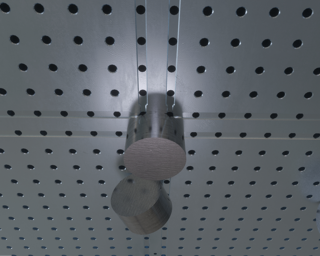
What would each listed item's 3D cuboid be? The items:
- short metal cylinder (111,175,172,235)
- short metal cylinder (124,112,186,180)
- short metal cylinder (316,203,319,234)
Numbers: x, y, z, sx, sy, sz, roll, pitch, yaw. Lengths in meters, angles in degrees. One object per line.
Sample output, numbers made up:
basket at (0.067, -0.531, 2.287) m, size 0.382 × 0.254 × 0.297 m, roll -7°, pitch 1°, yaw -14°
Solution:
short metal cylinder at (-0.027, 0.113, 0.472) m, size 0.080 × 0.080 × 0.050 m, roll -15°, pitch 129°, yaw 12°
short metal cylinder at (-0.006, 0.025, 0.417) m, size 0.081 × 0.050 × 0.079 m, roll 0°, pitch 130°, yaw 0°
short metal cylinder at (0.307, 0.153, 0.509) m, size 0.050 × 0.080 × 0.079 m, roll 14°, pitch 129°, yaw -11°
